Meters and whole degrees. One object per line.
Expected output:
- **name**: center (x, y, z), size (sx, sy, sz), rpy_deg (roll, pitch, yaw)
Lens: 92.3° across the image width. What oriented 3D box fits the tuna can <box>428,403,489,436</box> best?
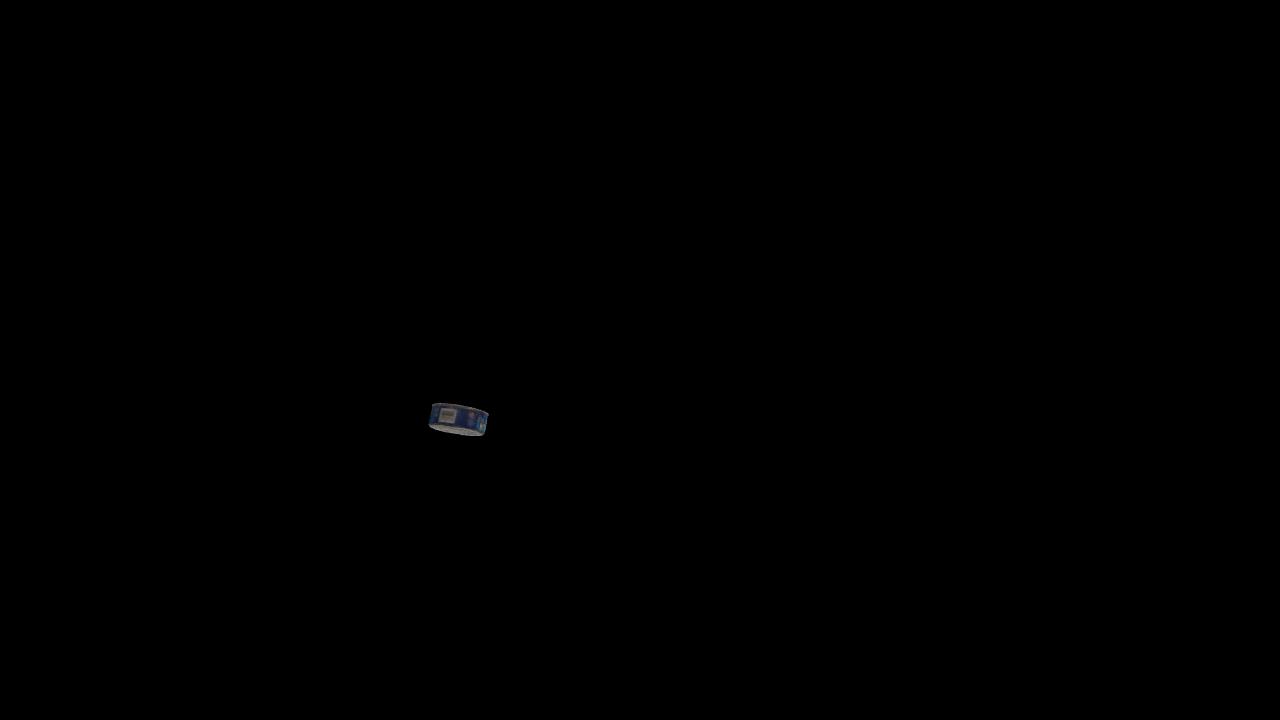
- **tuna can**: center (-0.272, 0.091, 0.923), size (0.084, 0.034, 0.084), rpy_deg (6, -16, 2)
